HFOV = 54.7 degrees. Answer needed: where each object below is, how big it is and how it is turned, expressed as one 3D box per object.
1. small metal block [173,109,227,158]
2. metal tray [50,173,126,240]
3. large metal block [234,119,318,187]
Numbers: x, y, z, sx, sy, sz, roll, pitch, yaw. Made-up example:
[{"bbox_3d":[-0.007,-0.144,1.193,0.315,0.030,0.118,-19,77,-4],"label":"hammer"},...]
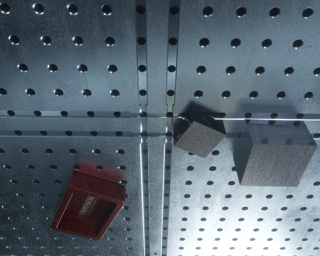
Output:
[{"bbox_3d":[0.053,0.009,0.419,0.050,0.025,0.050,23,127,-18],"label":"small metal block"},{"bbox_3d":[-0.122,0.136,0.523,0.091,0.030,0.129,20,127,-17],"label":"metal tray"},{"bbox_3d":[0.154,0.035,0.427,0.081,0.050,0.079,2,130,-2],"label":"large metal block"}]
